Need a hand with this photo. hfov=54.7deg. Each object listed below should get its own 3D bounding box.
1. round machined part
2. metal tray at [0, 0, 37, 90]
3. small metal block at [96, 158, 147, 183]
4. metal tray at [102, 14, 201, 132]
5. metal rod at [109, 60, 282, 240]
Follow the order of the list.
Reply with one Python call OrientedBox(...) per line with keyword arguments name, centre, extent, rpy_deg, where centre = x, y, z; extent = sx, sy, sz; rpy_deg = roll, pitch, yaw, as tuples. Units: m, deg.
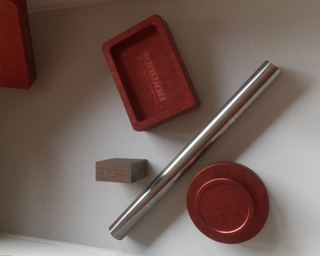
OrientedBox(name="round machined part", centre=(0.079, 0.091, 0.373), extent=(0.098, 0.042, 0.097), rpy_deg=(0, 90, 19))
OrientedBox(name="metal tray", centre=(-0.232, -0.121, 0.437), extent=(0.091, 0.030, 0.129), rpy_deg=(6, 127, -3))
OrientedBox(name="small metal block", centre=(-0.051, 0.056, 0.414), extent=(0.050, 0.050, 0.025), rpy_deg=(0, 90, 19))
OrientedBox(name="metal tray", centre=(-0.013, -0.070, 0.411), extent=(0.090, 0.030, 0.129), rpy_deg=(-24, 82, 18))
OrientedBox(name="metal rod", centre=(0.037, 0.037, 0.396), extent=(0.025, 0.025, 0.299), rpy_deg=(45, 103, 14))
